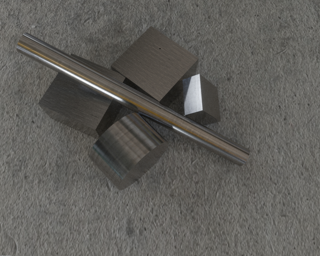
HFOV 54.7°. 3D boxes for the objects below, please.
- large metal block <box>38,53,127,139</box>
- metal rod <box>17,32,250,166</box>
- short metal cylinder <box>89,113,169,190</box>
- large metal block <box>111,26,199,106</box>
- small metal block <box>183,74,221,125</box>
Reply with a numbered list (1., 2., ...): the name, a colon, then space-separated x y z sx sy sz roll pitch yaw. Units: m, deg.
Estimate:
1. large metal block: -0.096 -0.039 0.410 0.080 0.050 0.080 24 72 8
2. metal rod: -0.025 -0.030 0.377 0.301 0.025 0.025 27 72 -8
3. short metal cylinder: -0.036 0.028 0.369 0.080 0.080 0.050 -42 76 -14
4. large metal block: -0.006 -0.077 0.421 0.080 0.050 0.080 38 74 12
5. small metal block: 0.055 -0.036 0.407 0.025 0.050 0.050 -15 66 33
